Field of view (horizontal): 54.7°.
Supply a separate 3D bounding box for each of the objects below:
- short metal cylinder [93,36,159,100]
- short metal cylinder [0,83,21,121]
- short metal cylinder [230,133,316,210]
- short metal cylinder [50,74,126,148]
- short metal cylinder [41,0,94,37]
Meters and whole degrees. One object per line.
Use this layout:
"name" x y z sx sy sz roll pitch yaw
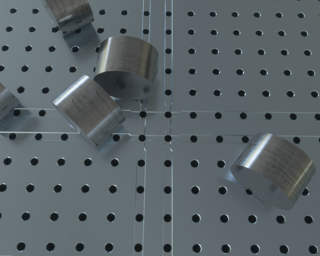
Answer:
"short metal cylinder" -0.044 -0.077 0.410 0.080 0.080 0.050 5 70 1
"short metal cylinder" -0.229 -0.044 0.396 0.080 0.080 0.050 37 74 12
"short metal cylinder" 0.132 0.051 0.366 0.080 0.080 0.050 37 74 12
"short metal cylinder" -0.089 -0.020 0.389 0.080 0.080 0.050 41 75 13
"short metal cylinder" -0.138 -0.180 0.447 0.050 0.080 0.080 -32 73 -11
